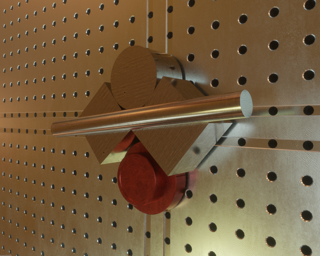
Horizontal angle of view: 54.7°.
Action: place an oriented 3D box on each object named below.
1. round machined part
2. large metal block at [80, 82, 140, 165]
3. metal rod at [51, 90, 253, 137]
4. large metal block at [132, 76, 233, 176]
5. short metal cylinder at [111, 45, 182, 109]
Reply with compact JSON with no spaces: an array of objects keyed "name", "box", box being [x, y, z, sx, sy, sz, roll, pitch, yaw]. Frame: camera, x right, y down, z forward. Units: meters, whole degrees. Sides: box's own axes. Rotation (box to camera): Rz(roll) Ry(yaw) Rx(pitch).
[{"name":"round machined part","box":[-0.018,0.065,0.408,0.098,0.042,0.097,0,90,40]},{"name":"large metal block","box":[-0.063,-0.006,0.439,0.080,0.050,0.080,-47,64,29]},{"name":"metal rod","box":[-0.038,-0.010,0.368,0.300,0.025,0.025,-6,86,40]},{"name":"large metal block","box":[0.023,-0.003,0.366,0.080,0.050,0.080,50,120,28]},{"name":"short metal cylinder","box":[-0.018,-0.062,0.403,0.080,0.050,0.079,0,90,40]}]
